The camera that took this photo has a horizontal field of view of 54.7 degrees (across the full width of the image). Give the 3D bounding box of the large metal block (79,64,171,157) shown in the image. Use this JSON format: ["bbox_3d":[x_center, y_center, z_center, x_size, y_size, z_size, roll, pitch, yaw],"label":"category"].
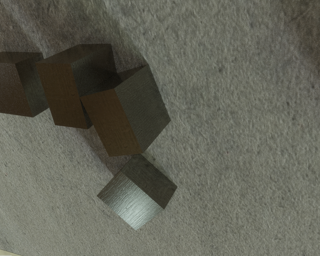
[{"bbox_3d":[-0.038,-0.022,0.376,0.050,0.080,0.080,-9,114,32],"label":"large metal block"}]

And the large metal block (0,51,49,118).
[{"bbox_3d":[-0.211,-0.066,0.458,0.080,0.050,0.079,8,122,24],"label":"large metal block"}]

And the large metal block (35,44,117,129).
[{"bbox_3d":[-0.096,-0.055,0.386,0.050,0.080,0.079,6,121,25],"label":"large metal block"}]

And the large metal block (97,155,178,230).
[{"bbox_3d":[-0.035,0.096,0.467,0.080,0.050,0.080,42,129,-1],"label":"large metal block"}]
